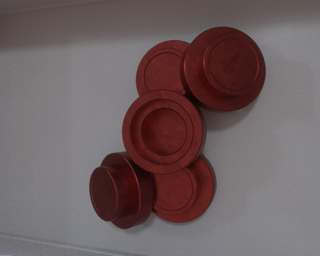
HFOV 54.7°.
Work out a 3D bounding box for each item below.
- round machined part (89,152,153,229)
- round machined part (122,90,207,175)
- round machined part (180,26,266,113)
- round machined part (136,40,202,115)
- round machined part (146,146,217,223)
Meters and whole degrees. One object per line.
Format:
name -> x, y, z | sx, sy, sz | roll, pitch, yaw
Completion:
round machined part -> -0.056, 0.081, 0.396 | 0.098, 0.042, 0.097 | 6, 98, 49
round machined part -> 0.008, 0.005, 0.373 | 0.098, 0.042, 0.097 | 0, 90, 19
round machined part -> 0.075, -0.067, 0.350 | 0.099, 0.042, 0.097 | 0, 87, -11
round machined part -> 0.014, -0.063, 0.394 | 0.098, 0.042, 0.097 | 0, 90, 19
round machined part -> 0.019, 0.072, 0.392 | 0.098, 0.042, 0.097 | 0, 90, 19
